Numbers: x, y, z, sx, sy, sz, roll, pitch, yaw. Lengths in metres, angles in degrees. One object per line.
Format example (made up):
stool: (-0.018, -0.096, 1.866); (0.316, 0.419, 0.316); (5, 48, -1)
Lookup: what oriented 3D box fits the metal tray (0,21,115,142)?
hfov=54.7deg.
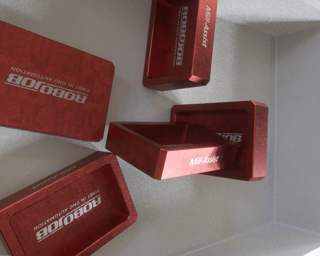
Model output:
metal tray: (-0.114, -0.040, 0.308); (0.131, 0.030, 0.090); (14, 81, -39)

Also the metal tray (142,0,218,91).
metal tray: (0.024, -0.115, 0.383); (0.030, 0.090, 0.129); (11, 83, -40)

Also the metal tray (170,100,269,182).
metal tray: (0.068, 0.014, 0.394); (0.030, 0.130, 0.089); (6, 87, -44)

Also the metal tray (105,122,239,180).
metal tray: (0.017, 0.020, 0.353); (0.131, 0.090, 0.030); (-1, 108, -45)

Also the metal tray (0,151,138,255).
metal tray: (-0.093, 0.091, 0.325); (0.131, 0.030, 0.090); (-28, 108, -36)
